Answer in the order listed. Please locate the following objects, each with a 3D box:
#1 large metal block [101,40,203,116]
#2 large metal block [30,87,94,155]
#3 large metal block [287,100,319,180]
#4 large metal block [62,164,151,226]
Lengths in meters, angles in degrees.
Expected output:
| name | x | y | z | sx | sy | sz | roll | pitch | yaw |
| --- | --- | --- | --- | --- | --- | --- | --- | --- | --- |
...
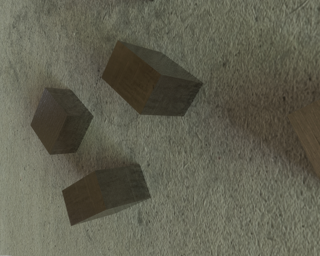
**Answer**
| name | x | y | z | sx | sy | sz | roll | pitch | yaw |
| --- | --- | --- | --- | --- | --- | --- | --- | --- | --- |
| large metal block | -0.009 | -0.058 | 0.377 | 0.080 | 0.081 | 0.050 | 43 | 116 | 31 |
| large metal block | -0.169 | -0.012 | 0.528 | 0.080 | 0.050 | 0.080 | 45 | 117 | 30 |
| large metal block | 0.166 | 0.008 | 0.251 | 0.080 | 0.050 | 0.080 | -32 | 70 | 35 |
| large metal block | -0.074 | 0.092 | 0.431 | 0.080 | 0.081 | 0.050 | -32 | 70 | 35 |
